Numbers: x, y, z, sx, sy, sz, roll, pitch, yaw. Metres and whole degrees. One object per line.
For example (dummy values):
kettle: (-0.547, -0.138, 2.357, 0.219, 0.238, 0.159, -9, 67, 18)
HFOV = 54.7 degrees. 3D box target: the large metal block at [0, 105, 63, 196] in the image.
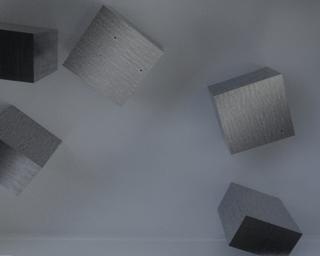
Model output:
large metal block: (-0.182, 0.025, 0.389, 0.080, 0.080, 0.050, 39, 105, -14)

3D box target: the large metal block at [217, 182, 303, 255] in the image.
large metal block: (0.134, 0.129, 0.431, 0.080, 0.080, 0.050, 20, 109, -8)

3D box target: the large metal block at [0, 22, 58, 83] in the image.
large metal block: (-0.167, -0.088, 0.347, 0.081, 0.080, 0.050, 7, 110, -3)

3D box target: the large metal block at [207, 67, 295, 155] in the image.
large metal block: (0.113, -0.023, 0.391, 0.080, 0.050, 0.080, -18, 109, 6)

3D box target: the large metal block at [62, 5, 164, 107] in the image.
large metal block: (-0.052, -0.085, 0.366, 0.080, 0.050, 0.080, 36, 106, -13)
